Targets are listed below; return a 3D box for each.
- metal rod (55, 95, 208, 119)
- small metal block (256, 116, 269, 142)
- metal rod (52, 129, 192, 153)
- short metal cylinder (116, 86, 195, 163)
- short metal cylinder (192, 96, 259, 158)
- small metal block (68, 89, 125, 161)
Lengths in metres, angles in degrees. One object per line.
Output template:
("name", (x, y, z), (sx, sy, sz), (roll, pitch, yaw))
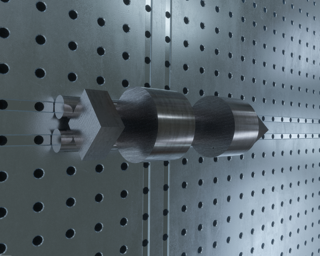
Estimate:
("metal rod", (0.011, -0.020, 0.419), (0.302, 0.025, 0.025), (1, 90, -40))
("small metal block", (0.126, 0.000, 0.469), (0.025, 0.050, 0.050), (1, 49, -40))
("metal rod", (0.009, 0.015, 0.417), (0.302, 0.025, 0.025), (1, 90, -40))
("short metal cylinder", (-0.008, -0.003, 0.338), (0.050, 0.080, 0.080), (1, 90, -40))
("short metal cylinder", (0.083, -0.002, 0.414), (0.050, 0.080, 0.080), (1, 90, -40))
("small metal block", (-0.065, -0.003, 0.309), (0.025, 0.050, 0.050), (1, 47, -40))
